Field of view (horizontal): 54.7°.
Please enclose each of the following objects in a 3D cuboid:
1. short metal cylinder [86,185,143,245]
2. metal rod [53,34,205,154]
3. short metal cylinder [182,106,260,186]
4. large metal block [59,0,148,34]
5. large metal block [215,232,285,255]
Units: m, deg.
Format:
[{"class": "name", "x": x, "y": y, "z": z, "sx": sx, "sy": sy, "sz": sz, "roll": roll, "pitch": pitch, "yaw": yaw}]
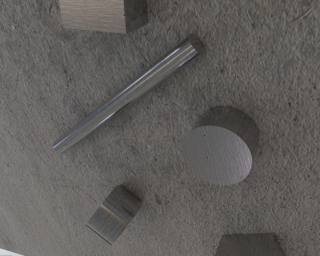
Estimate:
[{"class": "short metal cylinder", "x": -0.072, "y": 0.138, "z": 0.495, "sx": 0.050, "sy": 0.080, "sz": 0.080, "roll": 38, "pitch": 129, "yaw": 2}, {"class": "metal rod", "x": -0.063, "y": -0.029, "z": 0.421, "sx": 0.299, "sy": 0.025, "sz": 0.025, "roll": -31, "pitch": 102, "yaw": 38}, {"class": "short metal cylinder", "x": 0.072, "y": 0.020, "z": 0.365, "sx": 0.080, "sy": 0.050, "sz": 0.079, "roll": 13, "pitch": 124, "yaw": 21}, {"class": "large metal block", "x": -0.062, "y": -0.150, "z": 0.330, "sx": 0.080, "sy": 0.050, "sz": 0.079, "roll": 12, "pitch": 124, "yaw": 21}, {"class": "large metal block", "x": 0.122, "y": 0.194, "z": 0.427, "sx": 0.080, "sy": 0.080, "sz": 0.050, "roll": -16, "pitch": 110, "yaw": 34}]
